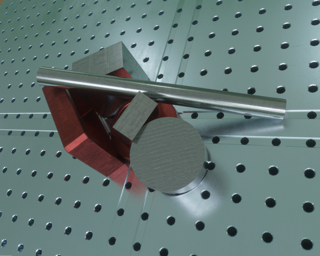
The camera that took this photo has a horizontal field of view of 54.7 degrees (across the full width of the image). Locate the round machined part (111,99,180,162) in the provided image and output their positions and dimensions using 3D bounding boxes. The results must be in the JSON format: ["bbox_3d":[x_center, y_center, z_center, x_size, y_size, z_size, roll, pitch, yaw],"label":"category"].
[{"bbox_3d":[-0.024,-0.003,0.414,0.098,0.042,0.098,-13,56,20],"label":"round machined part"}]

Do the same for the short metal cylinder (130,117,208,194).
[{"bbox_3d":[0.012,0.033,0.349,0.080,0.050,0.080,-3,74,12],"label":"short metal cylinder"}]

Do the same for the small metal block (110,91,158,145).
[{"bbox_3d":[-0.031,-0.010,0.357,0.025,0.050,0.050,35,76,-5],"label":"small metal block"}]

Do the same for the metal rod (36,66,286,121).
[{"bbox_3d":[-0.007,-0.044,0.376,0.301,0.025,0.025,9,65,10],"label":"metal rod"}]

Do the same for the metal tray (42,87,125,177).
[{"bbox_3d":[-0.105,-0.003,0.421,0.030,0.090,0.130,-38,51,3],"label":"metal tray"}]

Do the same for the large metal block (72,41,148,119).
[{"bbox_3d":[-0.069,-0.066,0.446,0.080,0.080,0.050,-19,55,16],"label":"large metal block"}]
